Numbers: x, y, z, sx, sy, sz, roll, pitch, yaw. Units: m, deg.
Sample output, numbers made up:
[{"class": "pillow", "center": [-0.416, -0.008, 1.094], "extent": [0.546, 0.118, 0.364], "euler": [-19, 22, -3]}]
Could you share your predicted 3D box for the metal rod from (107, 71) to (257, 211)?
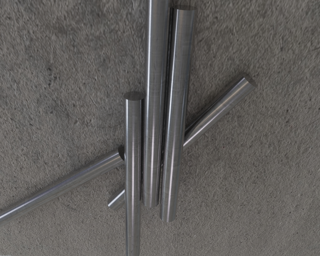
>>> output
[{"class": "metal rod", "center": [0.014, 0.035, 0.436], "extent": [0.025, 0.025, 0.299], "euler": [30, 124, -23]}]

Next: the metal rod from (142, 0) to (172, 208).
[{"class": "metal rod", "center": [-0.007, -0.014, 0.375], "extent": [0.025, 0.025, 0.298], "euler": [2, 124, -2]}]

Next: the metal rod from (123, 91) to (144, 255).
[{"class": "metal rod", "center": [-0.039, 0.087, 0.449], "extent": [0.025, 0.025, 0.298], "euler": [2, 122, -2]}]

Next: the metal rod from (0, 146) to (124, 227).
[{"class": "metal rod", "center": [-0.174, 0.103, 0.492], "extent": [0.300, 0.025, 0.025], "euler": [-28, 125, 22]}]

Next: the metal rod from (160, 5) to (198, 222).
[{"class": "metal rod", "center": [0.018, 0.006, 0.386], "extent": [0.025, 0.025, 0.298], "euler": [2, 122, -2]}]
